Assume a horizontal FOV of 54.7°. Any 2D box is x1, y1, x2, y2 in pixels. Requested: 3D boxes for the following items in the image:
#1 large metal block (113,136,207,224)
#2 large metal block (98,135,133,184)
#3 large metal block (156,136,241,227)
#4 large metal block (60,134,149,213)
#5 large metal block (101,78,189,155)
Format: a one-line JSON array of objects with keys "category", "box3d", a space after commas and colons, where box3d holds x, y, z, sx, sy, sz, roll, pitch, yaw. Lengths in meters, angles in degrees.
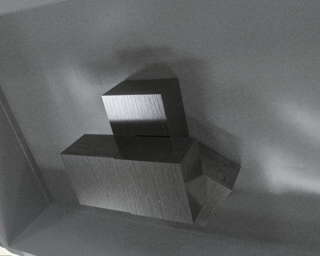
[{"category": "large metal block", "box3d": [0.003, 0.058, 0.358, 0.080, 0.050, 0.080, 1, 119, 28]}, {"category": "large metal block", "box3d": [-0.048, 0.064, 0.455, 0.080, 0.050, 0.080, -29, 103, 37]}, {"category": "large metal block", "box3d": [0.047, 0.070, 0.407, 0.080, 0.050, 0.079, 30, 128, 9]}, {"category": "large metal block", "box3d": [-0.068, 0.055, 0.396, 0.080, 0.050, 0.080, 1, 119, 28]}, {"category": "large metal block", "box3d": [-0.016, -0.015, 0.390, 0.080, 0.050, 0.080, 2, 119, 27]}]
